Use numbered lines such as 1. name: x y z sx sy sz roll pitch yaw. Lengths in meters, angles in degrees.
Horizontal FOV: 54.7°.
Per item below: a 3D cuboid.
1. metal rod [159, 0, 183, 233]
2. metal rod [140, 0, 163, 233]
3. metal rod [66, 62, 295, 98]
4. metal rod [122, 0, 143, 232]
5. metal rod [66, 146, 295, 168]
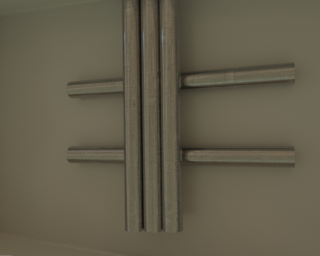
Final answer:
1. metal rod: 0.013 -0.026 0.377 0.025 0.025 0.298 -1 90 20
2. metal rod: -0.010 -0.023 0.385 0.025 0.025 0.298 -1 90 20
3. metal rod: 0.012 -0.059 0.405 0.301 0.025 0.025 -1 90 19
4. metal rod: -0.034 -0.021 0.394 0.025 0.025 0.298 -1 90 20
5. metal rod: 0.012 0.036 0.405 0.301 0.025 0.025 -1 90 19
